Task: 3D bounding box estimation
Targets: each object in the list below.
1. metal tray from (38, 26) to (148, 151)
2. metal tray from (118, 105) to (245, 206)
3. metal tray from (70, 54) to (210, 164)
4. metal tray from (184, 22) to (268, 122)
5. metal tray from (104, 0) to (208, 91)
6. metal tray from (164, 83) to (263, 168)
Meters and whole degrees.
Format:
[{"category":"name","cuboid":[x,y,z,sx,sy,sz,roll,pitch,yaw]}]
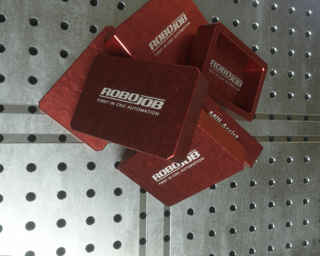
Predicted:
[{"category":"metal tray","cuboid":[-0.072,-0.048,0.383,0.090,0.030,0.130,41,77,-17]},{"category":"metal tray","cuboid":[0.023,0.038,0.370,0.090,0.129,0.030,40,39,-16]},{"category":"metal tray","cuboid":[-0.024,-0.024,0.323,0.030,0.130,0.090,30,76,-61]},{"category":"metal tray","cuboid":[0.091,-0.070,0.417,0.131,0.030,0.090,22,82,-41]},{"category":"metal tray","cuboid":[0.005,-0.114,0.391,0.090,0.030,0.130,49,61,-17]},{"category":"metal tray","cuboid":[0.057,-0.003,0.398,0.130,0.090,0.030,40,77,-16]}]
